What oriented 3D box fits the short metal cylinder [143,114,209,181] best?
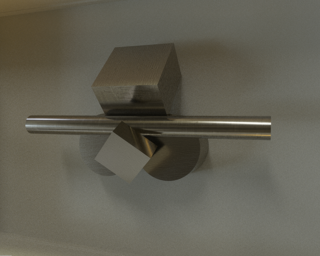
[{"bbox_3d":[0.016,0.023,0.389,0.080,0.050,0.079,0,90,19],"label":"short metal cylinder"}]

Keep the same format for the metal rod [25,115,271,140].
[{"bbox_3d":[-0.029,-0.002,0.365,0.301,0.025,0.025,1,90,19],"label":"metal rod"}]

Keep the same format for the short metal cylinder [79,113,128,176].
[{"bbox_3d":[-0.059,0.021,0.416,0.080,0.050,0.079,0,90,19],"label":"short metal cylinder"}]

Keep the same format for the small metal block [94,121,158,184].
[{"bbox_3d":[-0.039,0.029,0.357,0.050,0.025,0.050,36,124,-3],"label":"small metal block"}]

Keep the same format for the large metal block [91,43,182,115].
[{"bbox_3d":[-0.025,-0.058,0.382,0.080,0.050,0.080,1,47,19],"label":"large metal block"}]
